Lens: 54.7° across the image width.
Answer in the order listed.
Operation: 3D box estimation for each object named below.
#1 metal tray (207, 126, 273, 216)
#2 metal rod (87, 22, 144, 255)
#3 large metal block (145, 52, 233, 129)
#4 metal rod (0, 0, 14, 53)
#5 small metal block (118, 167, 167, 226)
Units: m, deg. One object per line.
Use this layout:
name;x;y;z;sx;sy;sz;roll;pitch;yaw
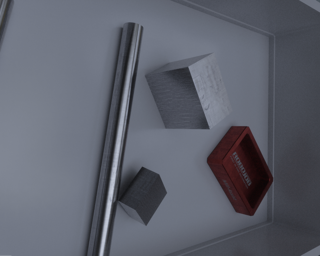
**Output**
metal tray;0.140;0.072;0.523;0.090;0.030;0.130;-47;118;-30
metal rod;-0.053;0.023;0.363;0.025;0.025;0.298;13;82;-40
large metal block;0.037;-0.045;0.404;0.050;0.080;0.080;-35;112;-35
metal rod;-0.169;0.024;0.250;0.025;0.025;0.299;19;73;-39
small metal block;-0.019;0.084;0.380;0.050;0.025;0.050;-54;149;-26
